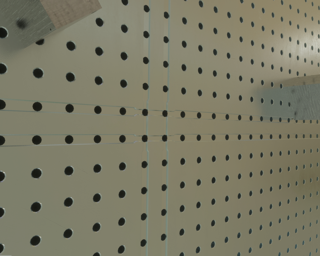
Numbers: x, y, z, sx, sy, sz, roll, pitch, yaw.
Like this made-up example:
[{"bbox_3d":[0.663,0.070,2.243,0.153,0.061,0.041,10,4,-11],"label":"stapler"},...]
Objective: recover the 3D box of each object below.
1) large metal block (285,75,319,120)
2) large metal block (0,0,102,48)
[{"bbox_3d":[0.320,-0.064,0.646,0.050,0.080,0.080,-37,113,-34],"label":"large metal block"},{"bbox_3d":[-0.111,-0.127,0.281,0.050,0.080,0.080,-41,116,-32],"label":"large metal block"}]
